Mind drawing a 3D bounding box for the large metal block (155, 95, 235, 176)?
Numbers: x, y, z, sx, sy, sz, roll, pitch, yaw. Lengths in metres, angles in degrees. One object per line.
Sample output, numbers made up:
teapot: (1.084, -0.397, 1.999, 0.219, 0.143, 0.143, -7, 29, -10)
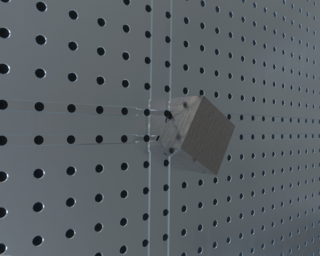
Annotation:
large metal block: (0.052, 0.011, 0.436, 0.080, 0.050, 0.080, 38, 67, -34)
